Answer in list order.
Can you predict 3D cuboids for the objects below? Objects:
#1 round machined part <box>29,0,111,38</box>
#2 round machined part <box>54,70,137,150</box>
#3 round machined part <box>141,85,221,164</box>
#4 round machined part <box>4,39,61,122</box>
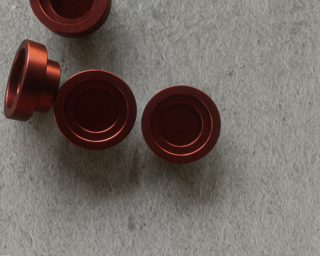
[{"bbox_3d":[-0.112,-0.164,0.400,0.099,0.042,0.097,0,90,-1],"label":"round machined part"},{"bbox_3d":[-0.081,-0.023,0.394,0.099,0.042,0.097,-1,95,-12],"label":"round machined part"},{"bbox_3d":[0.026,-0.005,0.402,0.099,0.042,0.097,0,90,-1],"label":"round machined part"},{"bbox_3d":[-0.155,-0.055,0.381,0.042,0.098,0.097,14,90,-36],"label":"round machined part"}]
